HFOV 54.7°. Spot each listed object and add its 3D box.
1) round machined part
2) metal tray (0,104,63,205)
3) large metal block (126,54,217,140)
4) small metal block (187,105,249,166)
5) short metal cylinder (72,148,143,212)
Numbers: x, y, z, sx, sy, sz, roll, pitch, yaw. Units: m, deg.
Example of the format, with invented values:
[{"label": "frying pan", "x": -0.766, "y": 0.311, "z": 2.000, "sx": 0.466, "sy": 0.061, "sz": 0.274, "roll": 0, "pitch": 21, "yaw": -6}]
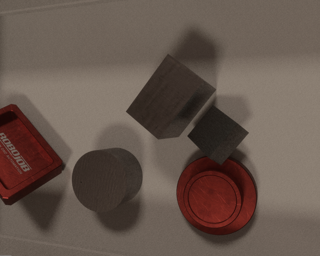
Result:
[{"label": "round machined part", "x": 0.067, "y": 0.082, "z": 0.378, "sx": 0.098, "sy": 0.042, "sz": 0.097, "roll": 0, "pitch": 90, "yaw": 19}, {"label": "metal tray", "x": -0.218, "y": 0.035, "z": 0.452, "sx": 0.130, "sy": 0.091, "sz": 0.030, "roll": 46, "pitch": 146, "yaw": 14}, {"label": "large metal block", "x": 0.017, "y": -0.034, "z": 0.375, "sx": 0.050, "sy": 0.080, "sz": 0.080, "roll": 41, "pitch": 103, "yaw": 15}, {"label": "small metal block", "x": 0.068, "y": 0.008, "z": 0.371, "sx": 0.050, "sy": 0.025, "sz": 0.050, "roll": -51, "pitch": 38, "yaw": 8}, {"label": "short metal cylinder", "x": -0.071, "y": 0.068, "z": 0.421, "sx": 0.080, "sy": 0.050, "sz": 0.079, "roll": 0, "pitch": 90, "yaw": 19}]
